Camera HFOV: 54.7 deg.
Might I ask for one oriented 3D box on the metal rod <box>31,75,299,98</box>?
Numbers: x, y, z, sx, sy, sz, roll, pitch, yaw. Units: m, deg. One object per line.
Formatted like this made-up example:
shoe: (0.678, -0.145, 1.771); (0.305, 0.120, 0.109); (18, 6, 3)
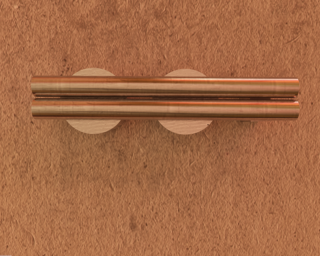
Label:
metal rod: (0.006, -0.048, 0.360); (0.302, 0.025, 0.025); (0, 90, -1)

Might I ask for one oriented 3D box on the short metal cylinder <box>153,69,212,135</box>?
short metal cylinder: (0.031, -0.032, 0.399); (0.081, 0.050, 0.080); (0, 90, 0)

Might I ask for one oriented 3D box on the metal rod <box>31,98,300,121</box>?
metal rod: (0.007, -0.022, 0.360); (0.302, 0.025, 0.025); (0, 90, -1)

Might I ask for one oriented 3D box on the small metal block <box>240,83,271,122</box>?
small metal block: (0.122, -0.033, 0.401); (0.025, 0.050, 0.050); (-2, 90, 0)

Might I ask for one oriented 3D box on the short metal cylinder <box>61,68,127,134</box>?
short metal cylinder: (-0.080, -0.033, 0.397); (0.081, 0.050, 0.080); (0, 90, 0)
